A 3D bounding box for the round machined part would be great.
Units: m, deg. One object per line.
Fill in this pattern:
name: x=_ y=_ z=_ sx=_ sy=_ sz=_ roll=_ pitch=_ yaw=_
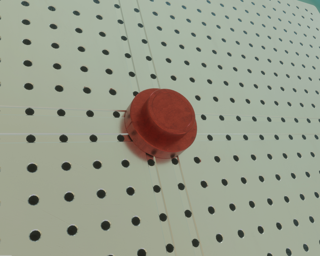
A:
round machined part: x=0.007 y=-0.013 z=0.410 sx=0.099 sy=0.042 sz=0.098 roll=14 pitch=56 yaw=-21
